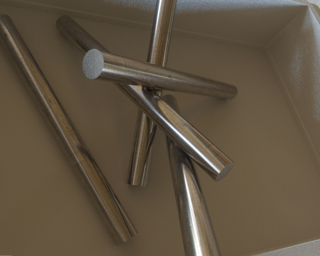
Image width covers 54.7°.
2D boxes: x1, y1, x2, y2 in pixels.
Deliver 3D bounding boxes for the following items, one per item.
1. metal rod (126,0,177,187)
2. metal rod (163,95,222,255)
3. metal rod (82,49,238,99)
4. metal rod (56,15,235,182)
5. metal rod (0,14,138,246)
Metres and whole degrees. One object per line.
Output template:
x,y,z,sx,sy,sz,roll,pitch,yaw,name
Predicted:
-0.004,-0.081,0.376,0.025,0.025,0.299,12,81,-22,metal rod
0.023,0.039,0.306,0.025,0.025,0.300,21,26,-16,metal rod
0.030,-0.056,0.381,0.302,0.025,0.025,-2,60,-56,metal rod
-0.036,-0.051,0.353,0.025,0.025,0.300,-23,54,-36,metal rod
-0.114,-0.008,0.348,0.025,0.025,0.299,-25,75,-37,metal rod
